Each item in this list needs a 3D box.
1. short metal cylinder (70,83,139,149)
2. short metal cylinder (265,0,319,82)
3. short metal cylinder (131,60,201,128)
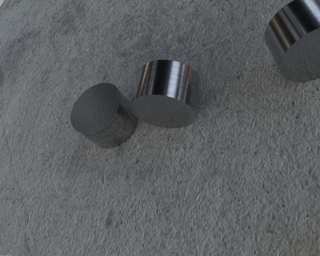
[{"bbox_3d":[-0.078,-0.017,0.439,0.080,0.050,0.080,-13,56,21],"label":"short metal cylinder"},{"bbox_3d":[0.164,-0.096,0.342,0.080,0.080,0.050,-21,54,16],"label":"short metal cylinder"},{"bbox_3d":[0.008,-0.040,0.389,0.080,0.080,0.050,-3,61,27],"label":"short metal cylinder"}]
